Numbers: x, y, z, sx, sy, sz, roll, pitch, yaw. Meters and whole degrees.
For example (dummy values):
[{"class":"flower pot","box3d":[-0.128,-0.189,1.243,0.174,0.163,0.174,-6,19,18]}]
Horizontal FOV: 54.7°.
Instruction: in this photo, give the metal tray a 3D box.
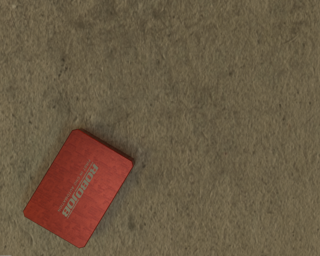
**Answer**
[{"class":"metal tray","box3d":[-0.103,0.077,0.406,0.090,0.030,0.130,31,90,-1]}]
